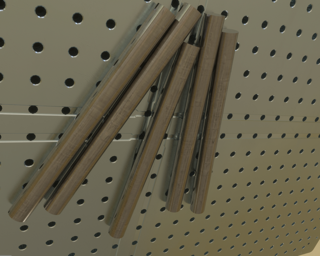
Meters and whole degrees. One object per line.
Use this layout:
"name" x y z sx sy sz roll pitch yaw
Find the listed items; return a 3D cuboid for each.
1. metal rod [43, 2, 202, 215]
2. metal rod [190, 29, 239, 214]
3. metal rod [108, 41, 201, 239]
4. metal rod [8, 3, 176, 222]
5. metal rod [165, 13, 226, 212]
"metal rod" -0.051 -0.015 0.374 0.025 0.025 0.299 29 102 -38
"metal rod" 0.074 0.009 0.456 0.025 0.025 0.298 -10 123 -23
"metal rod" -0.015 0.030 0.421 0.025 0.025 0.298 8 114 -32
"metal rod" -0.083 -0.010 0.358 0.025 0.025 0.299 31 101 -38
"metal rod" 0.043 -0.003 0.432 0.025 0.025 0.298 -5 121 -26
